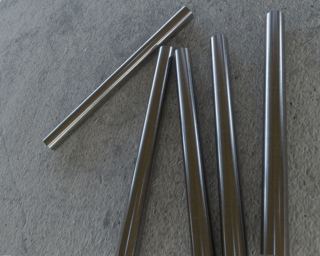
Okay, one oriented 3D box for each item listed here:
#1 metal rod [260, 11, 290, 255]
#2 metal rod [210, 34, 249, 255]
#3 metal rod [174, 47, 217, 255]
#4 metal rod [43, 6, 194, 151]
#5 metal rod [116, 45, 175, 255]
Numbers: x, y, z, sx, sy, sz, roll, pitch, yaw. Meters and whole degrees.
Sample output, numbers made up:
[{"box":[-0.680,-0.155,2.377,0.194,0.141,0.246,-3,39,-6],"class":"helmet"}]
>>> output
[{"box":[0.128,-0.015,0.345,0.025,0.025,0.299,-4,60,26],"class":"metal rod"},{"box":[0.076,0.007,0.358,0.025,0.025,0.299,-11,57,22],"class":"metal rod"},{"box":[0.038,0.018,0.371,0.025,0.025,0.299,-15,55,19],"class":"metal rod"},{"box":[-0.062,-0.079,0.482,0.300,0.025,0.025,-44,51,-3],"class":"metal rod"},{"box":[-0.013,0.015,0.399,0.025,0.025,0.299,-4,60,26],"class":"metal rod"}]
